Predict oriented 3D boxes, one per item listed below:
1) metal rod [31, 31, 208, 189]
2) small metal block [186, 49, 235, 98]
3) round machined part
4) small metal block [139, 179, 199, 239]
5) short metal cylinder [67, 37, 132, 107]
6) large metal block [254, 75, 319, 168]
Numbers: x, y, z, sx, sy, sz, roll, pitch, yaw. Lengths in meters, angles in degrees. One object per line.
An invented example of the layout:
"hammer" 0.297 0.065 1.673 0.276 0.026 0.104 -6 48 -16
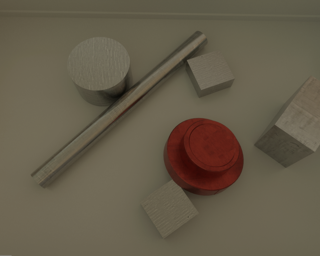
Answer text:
"metal rod" -0.045 -0.034 0.421 0.025 0.025 0.301 43 75 14
"small metal block" 0.070 -0.077 0.439 0.050 0.025 0.050 -20 71 -8
"round machined part" 0.057 0.029 0.378 0.099 0.042 0.098 6 60 -11
"small metal block" 0.011 0.097 0.374 0.050 0.025 0.050 -33 74 -12
"short metal cylinder" -0.079 -0.076 0.423 0.081 0.050 0.080 0 70 0
"large metal block" 0.171 -0.005 0.384 0.050 0.080 0.080 37 74 12
